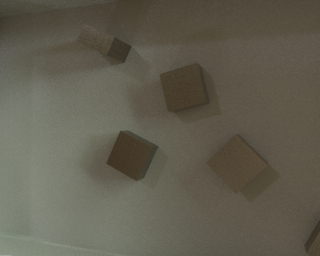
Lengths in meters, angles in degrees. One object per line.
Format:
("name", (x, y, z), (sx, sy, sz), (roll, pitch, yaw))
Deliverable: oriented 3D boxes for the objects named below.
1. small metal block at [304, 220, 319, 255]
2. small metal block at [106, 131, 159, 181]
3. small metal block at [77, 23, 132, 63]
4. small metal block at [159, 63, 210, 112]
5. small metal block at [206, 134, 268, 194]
("small metal block", (0.197, 0.127, 0.341), (0.050, 0.025, 0.050), (28, 99, 17))
("small metal block", (-0.038, 0.037, 0.424), (0.050, 0.025, 0.050), (27, 99, 18))
("small metal block", (-0.075, -0.115, 0.424), (0.050, 0.050, 0.025), (28, 99, 18))
("small metal block", (0.032, -0.051, 0.399), (0.050, 0.025, 0.050), (-14, 85, 19))
("small metal block", (0.094, 0.043, 0.377), (0.050, 0.025, 0.050), (-47, 76, 14))
